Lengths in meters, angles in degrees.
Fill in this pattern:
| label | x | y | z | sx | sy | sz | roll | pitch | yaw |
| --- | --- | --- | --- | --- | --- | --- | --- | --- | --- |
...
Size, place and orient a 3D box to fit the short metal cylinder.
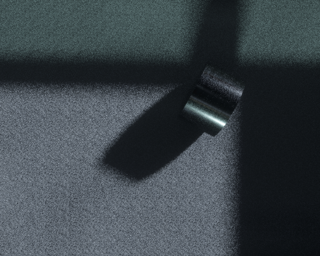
| label | x | y | z | sx | sy | sz | roll | pitch | yaw |
| --- | --- | --- | --- | --- | --- | --- | --- | --- | --- |
| short metal cylinder | 0.062 | -0.036 | 0.385 | 0.050 | 0.080 | 0.080 | 28 | 90 | -1 |
